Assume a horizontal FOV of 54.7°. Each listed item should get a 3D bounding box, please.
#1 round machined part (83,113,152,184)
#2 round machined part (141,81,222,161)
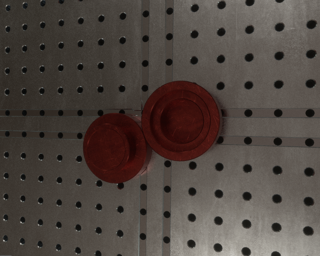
[{"bbox_3d":[-0.064,0.028,0.425,0.098,0.042,0.097,0,90,19],"label":"round machined part"},{"bbox_3d":[0.030,-0.009,0.392,0.098,0.042,0.097,0,90,19],"label":"round machined part"}]
